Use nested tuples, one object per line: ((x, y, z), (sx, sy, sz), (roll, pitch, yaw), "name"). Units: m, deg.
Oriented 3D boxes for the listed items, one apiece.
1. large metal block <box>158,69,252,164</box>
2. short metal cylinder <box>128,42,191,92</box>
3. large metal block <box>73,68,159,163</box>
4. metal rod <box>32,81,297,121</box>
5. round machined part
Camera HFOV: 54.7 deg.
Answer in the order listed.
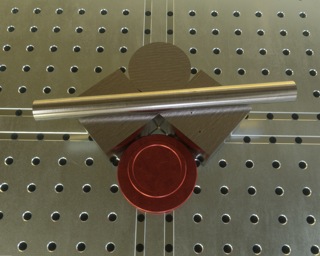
((0.055, -0.013, 0.397), (0.080, 0.050, 0.080), (40, 76, 13), "large metal block")
((0.000, -0.068, 0.419), (0.081, 0.050, 0.080), (0, 70, 0), "short metal cylinder")
((-0.058, -0.015, 0.399), (0.080, 0.050, 0.080), (-38, 76, -13), "large metal block")
((0.007, -0.032, 0.364), (0.302, 0.025, 0.025), (-5, 70, -1), "metal rod")
((-0.003, 0.053, 0.379), (0.099, 0.042, 0.098), (0, 70, 0), "round machined part")
